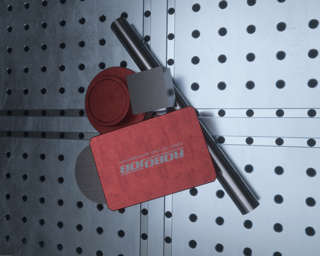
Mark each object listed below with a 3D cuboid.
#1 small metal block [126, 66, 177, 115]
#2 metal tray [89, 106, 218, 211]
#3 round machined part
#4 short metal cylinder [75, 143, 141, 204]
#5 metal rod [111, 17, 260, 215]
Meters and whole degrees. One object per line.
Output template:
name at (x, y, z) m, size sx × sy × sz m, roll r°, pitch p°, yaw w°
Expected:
small metal block at (-0.010, -0.046, 0.387) m, size 0.050 × 0.025 × 0.050 m, roll -11°, pitch 89°, yaw 24°
metal tray at (-0.008, 0.036, 0.368) m, size 0.131 × 0.030 × 0.090 m, roll -18°, pitch 84°, yaw 6°
round machined part at (-0.061, -0.035, 0.420) m, size 0.098 × 0.042 × 0.097 m, roll 0°, pitch 90°, yaw 21°
short metal cylinder at (-0.066, 0.057, 0.418) m, size 0.080 × 0.050 × 0.079 m, roll 0°, pitch 90°, yaw 20°
metal rod at (0.026, -0.024, 0.400) m, size 0.025 × 0.025 × 0.299 m, roll -38°, pitch 78°, yaw 16°
